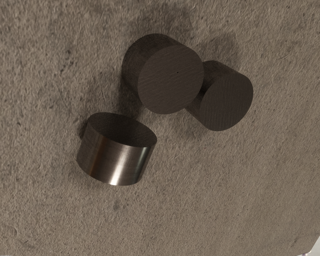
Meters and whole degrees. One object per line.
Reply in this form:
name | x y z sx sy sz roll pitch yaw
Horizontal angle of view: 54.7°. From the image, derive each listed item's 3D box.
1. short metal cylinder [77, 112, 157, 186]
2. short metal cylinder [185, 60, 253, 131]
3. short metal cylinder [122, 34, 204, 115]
short metal cylinder | -0.050 0.022 0.359 0.081 0.080 0.050 9 114 -33
short metal cylinder | 0.074 -0.042 0.407 0.081 0.050 0.079 -14 125 -21
short metal cylinder | 0.003 -0.062 0.355 0.081 0.050 0.079 -14 125 -21
